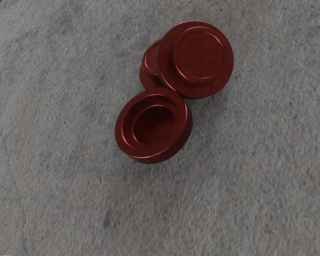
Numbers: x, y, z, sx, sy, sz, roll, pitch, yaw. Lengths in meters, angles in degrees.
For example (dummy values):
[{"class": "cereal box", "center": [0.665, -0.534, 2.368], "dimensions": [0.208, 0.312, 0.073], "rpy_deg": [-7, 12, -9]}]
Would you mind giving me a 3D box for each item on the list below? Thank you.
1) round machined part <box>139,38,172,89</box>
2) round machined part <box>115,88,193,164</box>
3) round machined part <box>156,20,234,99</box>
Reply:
[{"class": "round machined part", "center": [0.014, -0.091, 0.440], "dimensions": [0.098, 0.042, 0.098], "rpy_deg": [-13, 56, 20]}, {"class": "round machined part", "center": [-0.004, 0.001, 0.393], "dimensions": [0.098, 0.042, 0.098], "rpy_deg": [-13, 57, 21]}, {"class": "round machined part", "center": [0.046, -0.086, 0.386], "dimensions": [0.099, 0.042, 0.097], "rpy_deg": [0, 89, -9]}]
